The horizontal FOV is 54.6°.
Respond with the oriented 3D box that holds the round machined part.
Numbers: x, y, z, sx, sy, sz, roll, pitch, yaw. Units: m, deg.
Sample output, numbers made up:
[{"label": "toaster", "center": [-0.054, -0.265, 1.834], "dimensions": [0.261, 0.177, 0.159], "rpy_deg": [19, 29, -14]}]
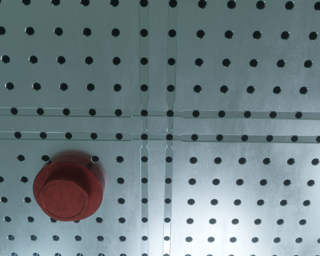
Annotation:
[{"label": "round machined part", "center": [-0.130, 0.092, 0.437], "dimensions": [0.099, 0.042, 0.097], "rpy_deg": [0, 110, 0]}]
